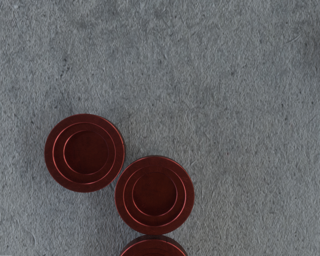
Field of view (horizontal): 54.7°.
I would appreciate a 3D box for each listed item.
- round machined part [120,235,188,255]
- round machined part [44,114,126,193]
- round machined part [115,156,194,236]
[{"bbox_3d":[-0.008,0.185,0.401,0.099,0.042,0.097,0,90,0],"label":"round machined part"},{"bbox_3d":[-0.093,0.031,0.401,0.099,0.042,0.097,0,90,0],"label":"round machined part"},{"bbox_3d":[-0.007,0.084,0.401,0.099,0.042,0.097,0,90,0],"label":"round machined part"}]
